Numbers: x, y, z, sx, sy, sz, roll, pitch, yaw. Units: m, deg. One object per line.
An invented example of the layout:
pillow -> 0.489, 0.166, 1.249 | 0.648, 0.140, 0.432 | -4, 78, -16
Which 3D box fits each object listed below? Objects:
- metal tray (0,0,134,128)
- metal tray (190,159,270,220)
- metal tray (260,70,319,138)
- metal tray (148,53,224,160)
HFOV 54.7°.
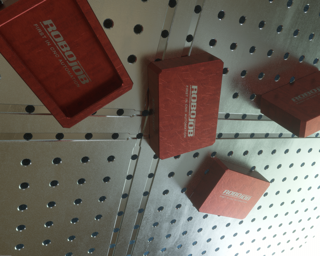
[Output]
metal tray -> -0.095, -0.072, 0.311 | 0.090, 0.030, 0.130 | -34, 129, -7
metal tray -> 0.126, 0.112, 0.549 | 0.131, 0.030, 0.090 | 21, 107, -36
metal tray -> 0.234, -0.041, 0.474 | 0.131, 0.090, 0.030 | -22, 127, -15
metal tray -> 0.033, -0.027, 0.411 | 0.091, 0.030, 0.129 | -14, 125, -21
